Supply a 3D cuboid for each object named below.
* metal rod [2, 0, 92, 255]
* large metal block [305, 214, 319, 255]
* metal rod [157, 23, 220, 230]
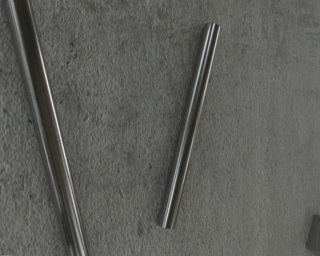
[{"bbox_3d":[-0.112,0.004,0.310,0.025,0.025,0.298,-18,101,-39],"label":"metal rod"},{"bbox_3d":[0.385,0.256,0.712,0.080,0.050,0.080,38,67,-34],"label":"large metal block"},{"bbox_3d":[0.043,-0.011,0.440,0.025,0.025,0.299,23,76,-38],"label":"metal rod"}]
